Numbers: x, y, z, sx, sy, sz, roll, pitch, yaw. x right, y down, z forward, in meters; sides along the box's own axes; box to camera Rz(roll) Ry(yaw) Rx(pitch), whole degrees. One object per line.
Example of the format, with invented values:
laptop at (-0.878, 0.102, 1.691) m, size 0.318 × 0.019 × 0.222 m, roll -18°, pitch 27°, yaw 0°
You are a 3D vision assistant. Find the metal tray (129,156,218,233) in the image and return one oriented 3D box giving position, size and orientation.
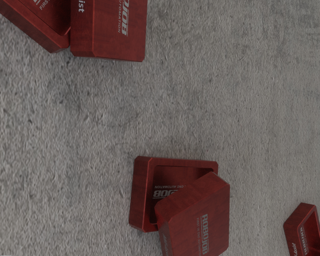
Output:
metal tray at (0.023, 0.086, 0.420) m, size 0.131 × 0.030 × 0.089 m, roll 8°, pitch 85°, yaw -40°

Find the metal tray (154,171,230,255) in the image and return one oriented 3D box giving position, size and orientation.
metal tray at (0.045, 0.128, 0.396) m, size 0.091 × 0.030 × 0.129 m, roll -25°, pitch 127°, yaw -24°

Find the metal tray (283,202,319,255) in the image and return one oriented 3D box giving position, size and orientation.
metal tray at (0.310, 0.238, 0.660) m, size 0.091 × 0.030 × 0.129 m, roll -29°, pitch 108°, yaw -36°

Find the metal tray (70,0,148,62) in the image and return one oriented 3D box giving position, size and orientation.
metal tray at (-0.050, -0.138, 0.326) m, size 0.091 × 0.030 × 0.129 m, roll -14°, pitch 110°, yaw -59°

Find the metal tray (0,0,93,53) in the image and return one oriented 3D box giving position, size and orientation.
metal tray at (-0.104, -0.153, 0.313) m, size 0.090 × 0.030 × 0.130 m, roll 40°, pitch 66°, yaw -33°
